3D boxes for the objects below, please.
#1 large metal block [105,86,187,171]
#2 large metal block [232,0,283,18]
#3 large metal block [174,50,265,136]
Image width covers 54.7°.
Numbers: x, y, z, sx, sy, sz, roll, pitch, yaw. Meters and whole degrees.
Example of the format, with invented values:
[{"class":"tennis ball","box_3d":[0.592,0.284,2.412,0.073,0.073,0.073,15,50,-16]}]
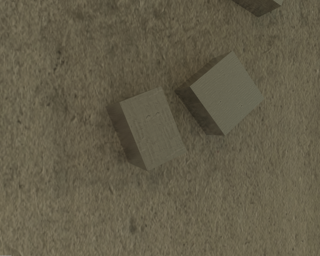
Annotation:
[{"class":"large metal block","box_3d":[-0.020,0.000,0.373,0.050,0.080,0.080,-24,98,-19]},{"class":"large metal block","box_3d":[0.141,-0.223,0.449,0.080,0.050,0.080,24,82,-19]},{"class":"large metal block","box_3d":[0.081,-0.046,0.427,0.080,0.050,0.080,-41,103,-16]}]
